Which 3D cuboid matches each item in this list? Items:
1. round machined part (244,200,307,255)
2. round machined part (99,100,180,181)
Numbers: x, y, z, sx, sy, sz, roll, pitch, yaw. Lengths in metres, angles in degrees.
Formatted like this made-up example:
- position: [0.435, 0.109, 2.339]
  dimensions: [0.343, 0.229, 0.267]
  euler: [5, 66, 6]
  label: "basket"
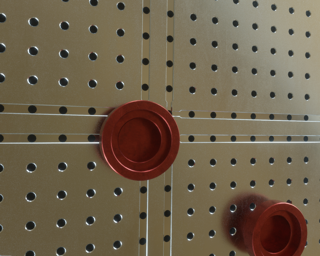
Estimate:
- position: [0.167, 0.156, 0.465]
  dimensions: [0.099, 0.042, 0.097]
  euler: [0, 90, -20]
  label: "round machined part"
- position: [-0.028, 0.015, 0.393]
  dimensions: [0.099, 0.042, 0.097]
  euler: [0, 90, -20]
  label: "round machined part"
